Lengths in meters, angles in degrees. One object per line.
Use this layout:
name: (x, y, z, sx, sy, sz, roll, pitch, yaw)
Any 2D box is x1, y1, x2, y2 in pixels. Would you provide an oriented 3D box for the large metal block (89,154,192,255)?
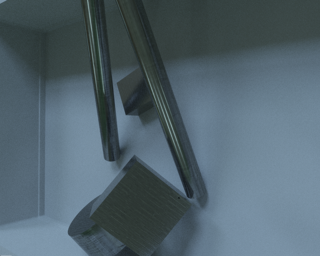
large metal block: (-0.023, 0.090, 0.365, 0.080, 0.050, 0.080, 40, 87, -8)

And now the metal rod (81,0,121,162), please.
metal rod: (-0.073, -0.080, 0.381, 0.025, 0.025, 0.298, 29, 135, 36)

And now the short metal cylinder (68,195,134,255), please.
short metal cylinder: (-0.077, 0.132, 0.423, 0.080, 0.080, 0.050, -24, 109, 37)

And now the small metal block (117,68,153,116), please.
small metal block: (-0.028, -0.050, 0.428, 0.050, 0.025, 0.050, -27, 73, 36)

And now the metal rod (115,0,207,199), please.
metal rod: (-0.005, -0.057, 0.330, 0.025, 0.025, 0.298, -6, 111, 39)
